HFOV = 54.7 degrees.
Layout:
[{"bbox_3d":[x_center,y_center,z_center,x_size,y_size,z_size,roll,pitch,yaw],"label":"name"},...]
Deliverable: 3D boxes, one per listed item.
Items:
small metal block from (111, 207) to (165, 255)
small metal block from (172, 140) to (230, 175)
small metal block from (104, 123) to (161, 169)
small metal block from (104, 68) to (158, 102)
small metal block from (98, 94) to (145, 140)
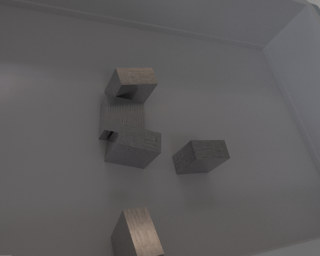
[{"bbox_3d":[-0.024,0.113,0.299,0.025,0.050,0.050,0,43,-28],"label":"small metal block"},{"bbox_3d":[0.051,0.037,0.394,0.050,0.050,0.025,1,62,-28],"label":"small metal block"},{"bbox_3d":[-0.032,0.023,0.358,0.050,0.050,0.025,14,56,-21],"label":"small metal block"},{"bbox_3d":[-0.038,-0.052,0.401,0.050,0.050,0.025,-7,65,-31],"label":"small metal block"},{"bbox_3d":[-0.047,-0.010,0.386,0.050,0.025,0.050,10,57,-23],"label":"small metal block"}]
